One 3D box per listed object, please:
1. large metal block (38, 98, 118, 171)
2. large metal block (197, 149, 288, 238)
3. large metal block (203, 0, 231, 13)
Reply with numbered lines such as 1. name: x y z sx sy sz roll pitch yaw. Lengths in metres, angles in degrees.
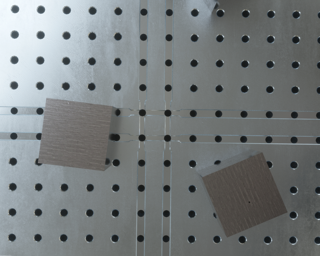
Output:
1. large metal block: -0.103 0.008 0.400 0.081 0.050 0.080 7 90 -1
2. large metal block: 0.103 0.081 0.402 0.080 0.050 0.080 -23 90 -1
3. large metal block: 0.091 -0.201 0.387 0.080 0.080 0.050 -34 90 0
